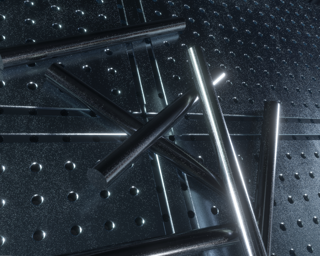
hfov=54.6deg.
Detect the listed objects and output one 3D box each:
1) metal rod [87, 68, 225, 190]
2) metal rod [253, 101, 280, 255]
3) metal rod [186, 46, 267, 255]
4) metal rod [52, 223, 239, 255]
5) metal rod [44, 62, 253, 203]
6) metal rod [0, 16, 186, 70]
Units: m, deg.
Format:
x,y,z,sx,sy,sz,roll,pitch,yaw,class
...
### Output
x,y,z,sx,sy,sz,roll,pitch,yaw,class
0.018,-0.020,0.402,0.025,0.025,0.302,45,43,3,metal rod
0.151,0.074,0.443,0.025,0.025,0.300,28,52,-11,metal rod
0.080,0.027,0.393,0.025,0.025,0.299,-1,66,-29,metal rod
-0.045,0.128,0.305,0.302,0.025,0.025,0,62,-28,metal rod
-0.010,0.015,0.393,0.301,0.025,0.025,34,51,-6,metal rod
-0.075,-0.130,0.446,0.302,0.025,0.025,-25,75,-37,metal rod
